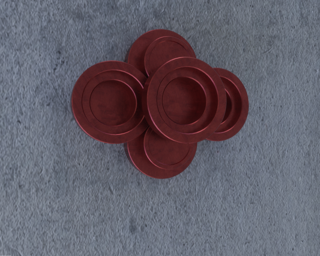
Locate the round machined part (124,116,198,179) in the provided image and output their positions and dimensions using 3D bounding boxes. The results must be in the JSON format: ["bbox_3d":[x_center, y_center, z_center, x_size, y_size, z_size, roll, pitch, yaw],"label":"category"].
[{"bbox_3d":[0.006,0.018,0.404,0.099,0.042,0.097,0,90,-21],"label":"round machined part"}]

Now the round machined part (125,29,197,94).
[{"bbox_3d":[0.006,-0.081,0.404,0.099,0.042,0.097,0,90,-21],"label":"round machined part"}]

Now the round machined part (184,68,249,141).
[{"bbox_3d":[0.069,-0.031,0.428,0.099,0.042,0.097,0,90,-21],"label":"round machined part"}]

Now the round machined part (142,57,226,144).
[{"bbox_3d":[0.025,-0.031,0.366,0.099,0.042,0.097,0,91,-21],"label":"round machined part"}]

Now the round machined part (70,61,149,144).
[{"bbox_3d":[-0.059,-0.030,0.380,0.099,0.042,0.097,0,90,-21],"label":"round machined part"}]
